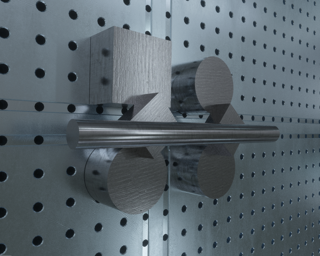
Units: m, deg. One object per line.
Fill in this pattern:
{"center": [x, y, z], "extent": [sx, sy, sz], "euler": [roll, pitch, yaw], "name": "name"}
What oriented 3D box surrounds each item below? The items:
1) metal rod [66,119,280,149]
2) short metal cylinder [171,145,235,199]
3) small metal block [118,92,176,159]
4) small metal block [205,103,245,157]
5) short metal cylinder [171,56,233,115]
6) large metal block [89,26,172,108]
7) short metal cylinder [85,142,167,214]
{"center": [0.045, 0.007, 0.348], "extent": [0.302, 0.025, 0.025], "euler": [1, 90, -40], "name": "metal rod"}
{"center": [0.063, 0.057, 0.446], "extent": [0.081, 0.050, 0.080], "euler": [0, 90, -40], "name": "short metal cylinder"}
{"center": [-0.011, -0.003, 0.335], "extent": [0.050, 0.025, 0.050], "euler": [-48, 118, -29], "name": "small metal block"}
{"center": [0.086, 0.003, 0.417], "extent": [0.050, 0.025, 0.050], "euler": [48, 62, -29], "name": "small metal block"}
{"center": [0.060, -0.058, 0.443], "extent": [0.081, 0.050, 0.080], "euler": [0, 90, -40], "name": "short metal cylinder"}
{"center": [-0.033, -0.065, 0.364], "extent": [0.081, 0.050, 0.080], "euler": [2, 89, -40], "name": "large metal block"}
{"center": [-0.039, 0.054, 0.359], "extent": [0.081, 0.050, 0.080], "euler": [0, 90, -40], "name": "short metal cylinder"}
